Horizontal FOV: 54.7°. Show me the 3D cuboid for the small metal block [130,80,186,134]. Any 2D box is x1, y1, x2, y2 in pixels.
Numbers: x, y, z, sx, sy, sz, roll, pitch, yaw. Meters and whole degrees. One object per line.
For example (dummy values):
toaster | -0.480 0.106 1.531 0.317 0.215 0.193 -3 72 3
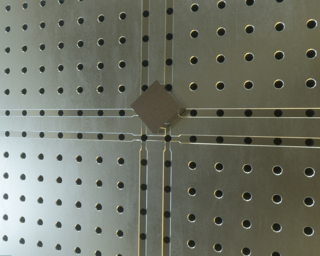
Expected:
small metal block | -0.002 -0.028 0.413 0.050 0.025 0.050 -43 77 14
